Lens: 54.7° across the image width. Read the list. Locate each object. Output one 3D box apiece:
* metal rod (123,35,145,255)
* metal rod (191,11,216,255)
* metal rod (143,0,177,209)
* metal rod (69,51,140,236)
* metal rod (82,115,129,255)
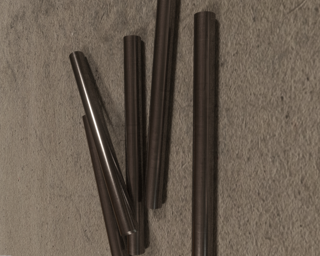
[{"bbox_3d":[-0.036,0.023,0.432,0.025,0.025,0.298,-2,89,39],"label":"metal rod"},{"bbox_3d":[0.051,0.018,0.361,0.025,0.025,0.298,1,91,39],"label":"metal rod"},{"bbox_3d":[0.001,-0.045,0.402,0.025,0.025,0.298,7,94,39],"label":"metal rod"},{"bbox_3d":[-0.088,0.007,0.455,0.025,0.025,0.299,-39,60,33],"label":"metal rod"},{"bbox_3d":[-0.074,0.122,0.463,0.025,0.025,0.299,-24,75,37],"label":"metal rod"}]
